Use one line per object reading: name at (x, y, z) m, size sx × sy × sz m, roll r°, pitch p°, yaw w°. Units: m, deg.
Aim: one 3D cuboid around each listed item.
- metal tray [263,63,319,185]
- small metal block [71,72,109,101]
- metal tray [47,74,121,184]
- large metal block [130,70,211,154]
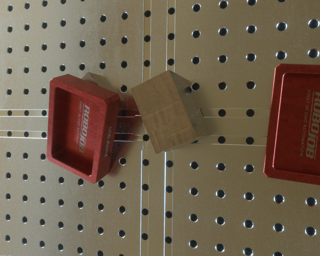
metal tray at (0.171, -0.004, 0.349) m, size 0.090 × 0.030 × 0.129 m, roll 6°, pitch 92°, yaw 19°
small metal block at (-0.099, -0.044, 0.448) m, size 0.050 × 0.025 × 0.050 m, roll -42°, pitch 77°, yaw 15°
metal tray at (-0.108, 0.002, 0.424) m, size 0.090 × 0.030 × 0.129 m, roll 23°, pitch 119°, yaw 18°
large metal block at (0.016, -0.018, 0.377) m, size 0.050 × 0.080 × 0.080 m, roll -24°, pitch 82°, yaw 18°
